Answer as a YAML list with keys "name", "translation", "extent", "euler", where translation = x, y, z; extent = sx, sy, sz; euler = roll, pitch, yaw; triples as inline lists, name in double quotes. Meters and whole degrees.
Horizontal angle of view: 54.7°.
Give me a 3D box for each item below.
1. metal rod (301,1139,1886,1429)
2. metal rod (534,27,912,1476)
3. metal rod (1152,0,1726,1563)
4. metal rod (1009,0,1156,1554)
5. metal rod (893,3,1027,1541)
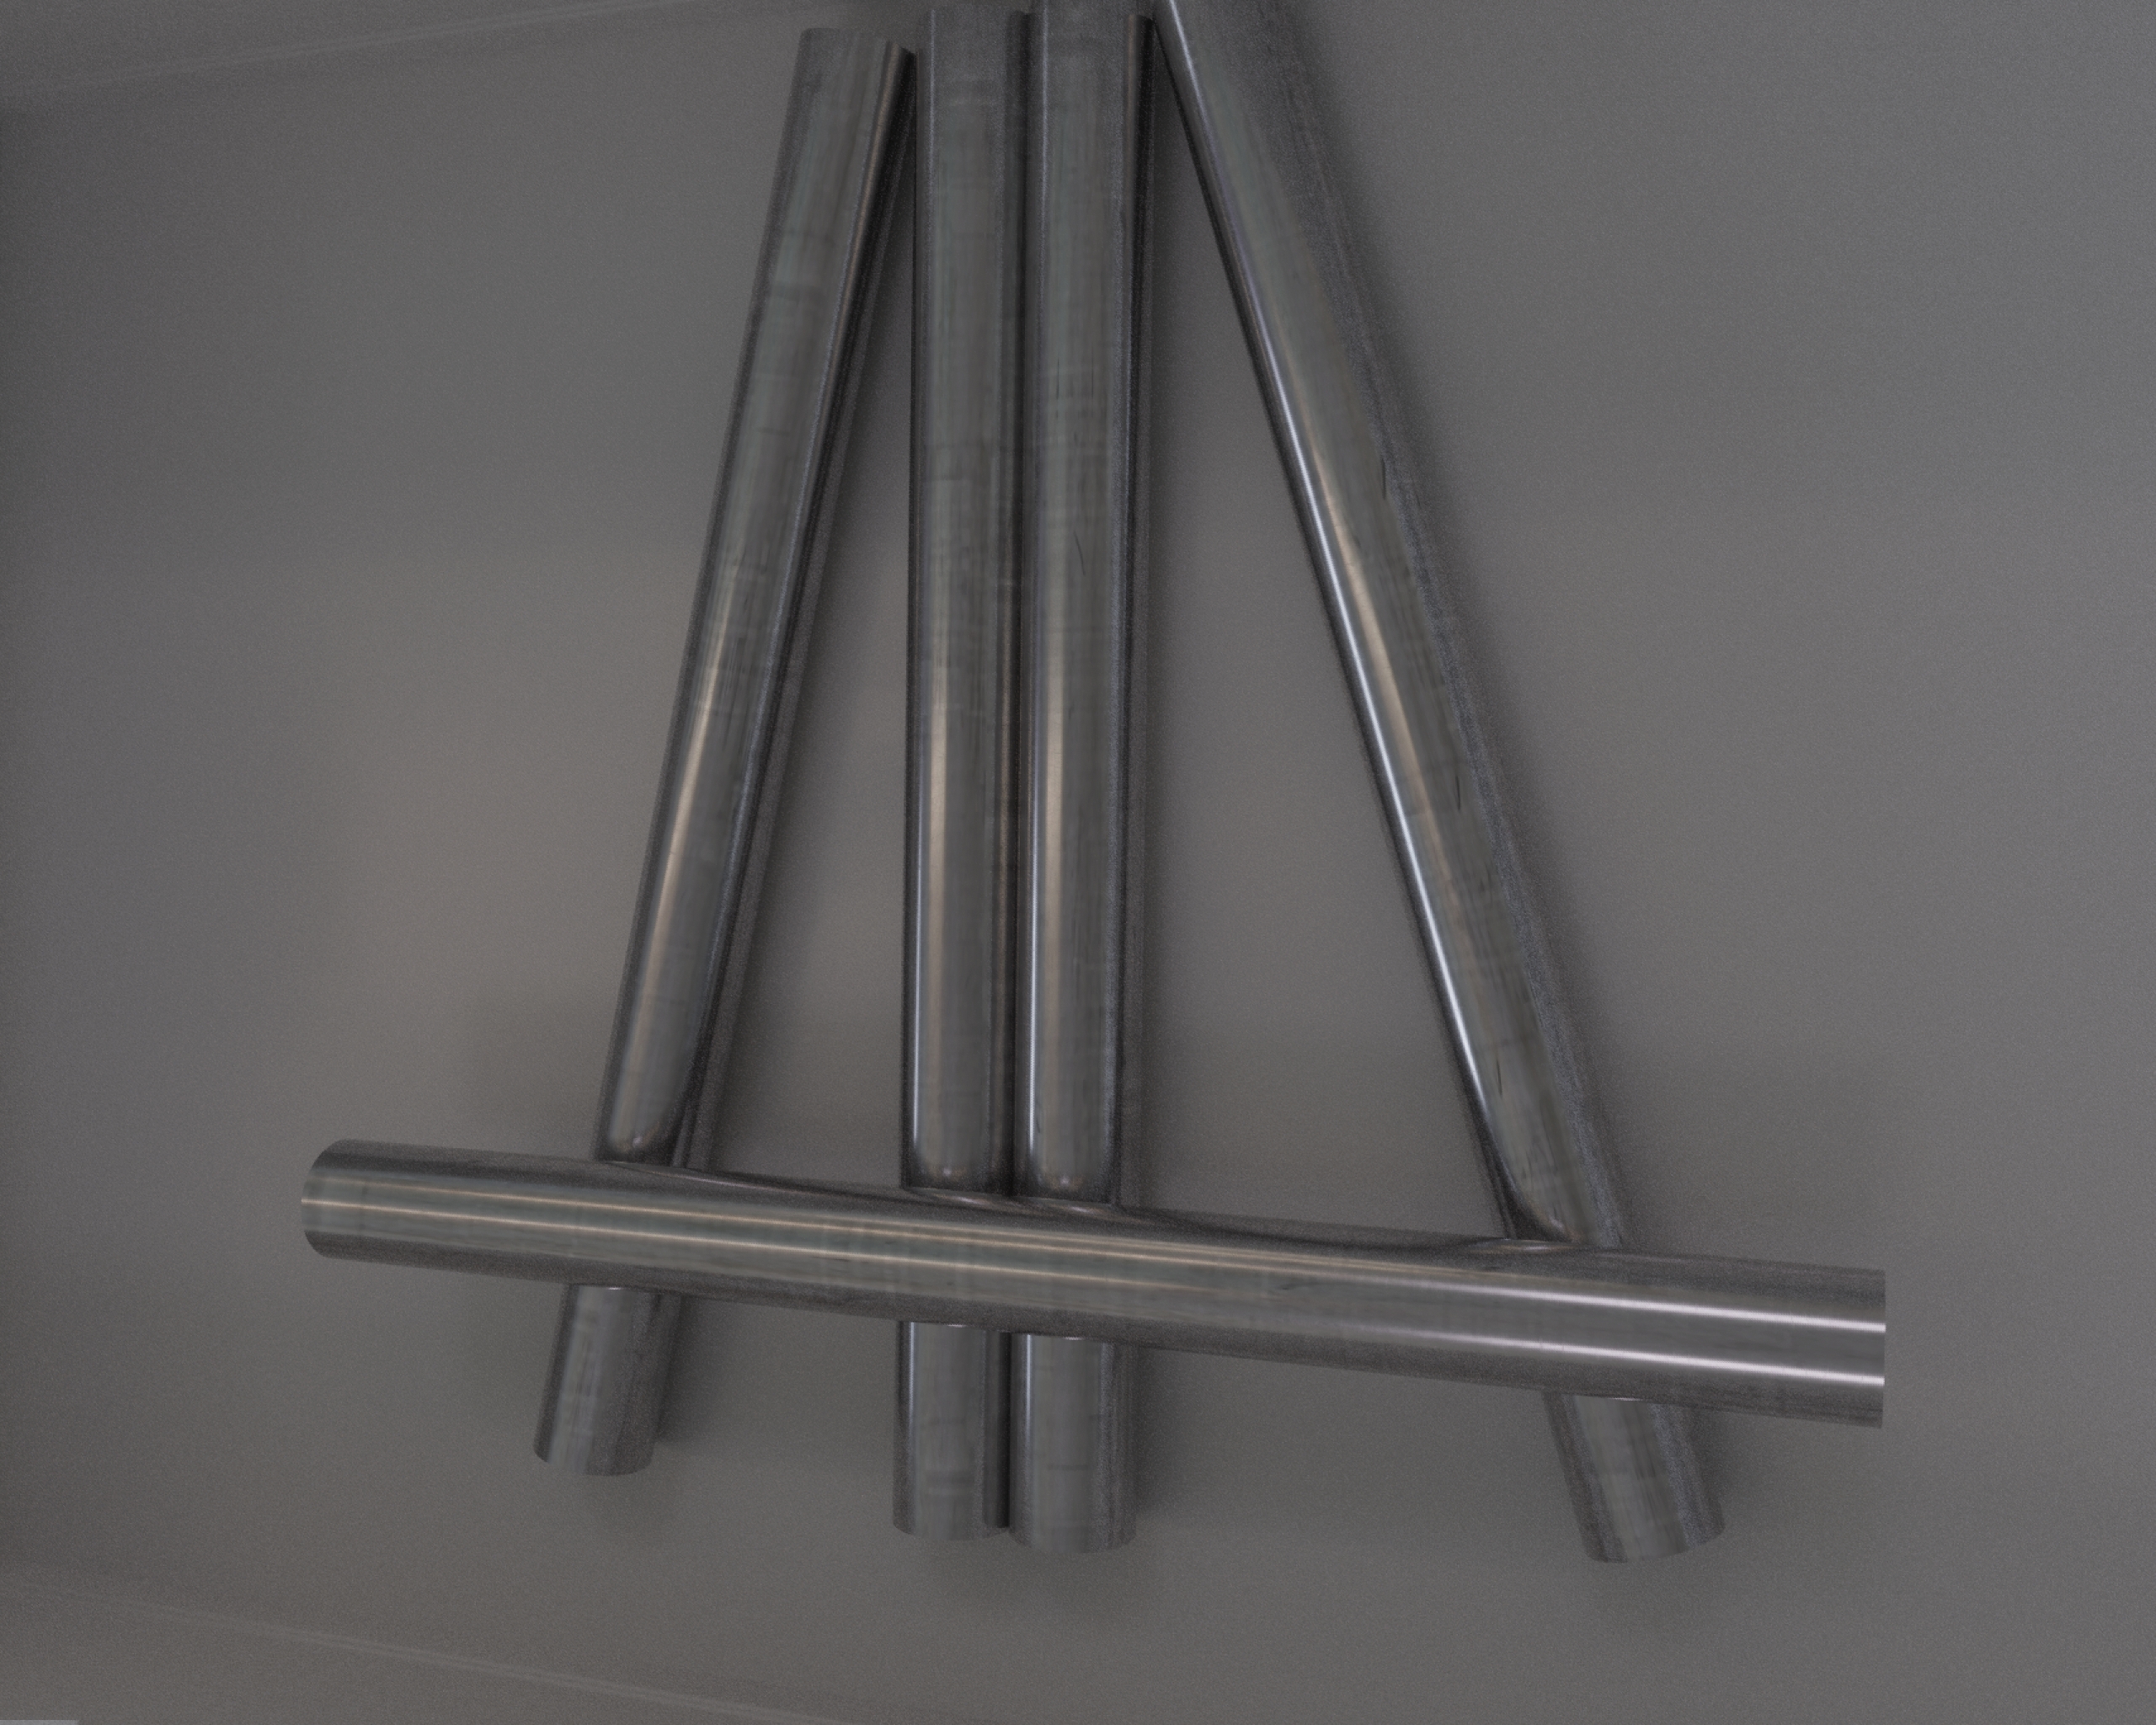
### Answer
- name: "metal rod"
  translation: [-0.012, 0.074, 0.386]
  extent: [0.301, 0.025, 0.025]
  euler: [2, 91, 20]
- name: "metal rod"
  translation: [-0.074, -0.020, 0.435]
  extent: [0.025, 0.025, 0.298]
  euler: [13, 94, 19]
- name: "metal rod"
  translation: [0.065, -0.023, 0.386]
  extent: [0.025, 0.025, 0.299]
  euler: [-17, 84, 19]
- name: "metal rod"
  translation: [0.001, -0.018, 0.409]
  extent: [0.025, 0.025, 0.298]
  euler: [1, 90, 20]
- name: "metal rod"
  translation: [-0.022, -0.017, 0.417]
  extent: [0.025, 0.025, 0.298]
  euler: [1, 90, 20]
